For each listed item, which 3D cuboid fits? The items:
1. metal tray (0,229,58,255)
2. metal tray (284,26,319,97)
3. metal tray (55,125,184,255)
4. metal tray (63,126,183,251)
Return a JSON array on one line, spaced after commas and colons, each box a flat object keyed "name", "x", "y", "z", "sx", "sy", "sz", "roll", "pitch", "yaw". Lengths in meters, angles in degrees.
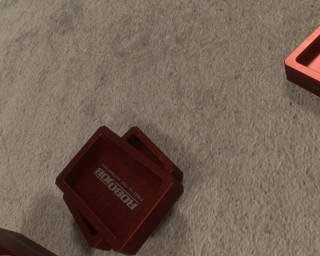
[{"name": "metal tray", "x": -0.165, "y": 0.149, "z": 0.355, "sx": 0.130, "sy": 0.090, "sz": 0.030, "roll": 11, "pitch": 68, "yaw": 32}, {"name": "metal tray", "x": 0.214, "y": -0.064, "z": 0.327, "sx": 0.090, "sy": 0.030, "sz": 0.130, "roll": -44, "pitch": 51, "yaw": -3}, {"name": "metal tray", "x": -0.050, "y": 0.063, "z": 0.346, "sx": 0.130, "sy": 0.030, "sz": 0.090, "roll": 32, "pitch": 79, "yaw": 37}, {"name": "metal tray", "x": -0.048, "y": 0.071, "z": 0.380, "sx": 0.130, "sy": 0.030, "sz": 0.090, "roll": -44, "pitch": 51, "yaw": -3}]
